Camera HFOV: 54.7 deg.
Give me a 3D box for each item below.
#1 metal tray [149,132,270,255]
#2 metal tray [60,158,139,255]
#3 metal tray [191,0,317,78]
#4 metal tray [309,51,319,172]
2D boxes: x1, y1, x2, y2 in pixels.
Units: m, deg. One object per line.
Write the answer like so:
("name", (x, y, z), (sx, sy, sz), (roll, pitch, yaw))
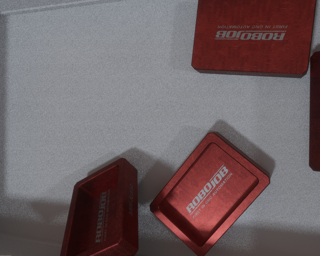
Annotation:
("metal tray", (0.060, 0.080, 0.386), (0.090, 0.030, 0.130), (41, 102, 15))
("metal tray", (-0.073, 0.107, 0.387), (0.090, 0.130, 0.030), (-29, 124, 17))
("metal tray", (0.108, -0.109, 0.367), (0.130, 0.030, 0.089), (7, 92, 21))
("metal tray", (0.202, -0.017, 0.312), (0.090, 0.030, 0.129), (1, 91, 54))
